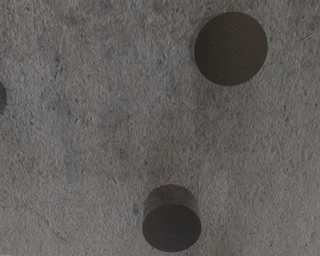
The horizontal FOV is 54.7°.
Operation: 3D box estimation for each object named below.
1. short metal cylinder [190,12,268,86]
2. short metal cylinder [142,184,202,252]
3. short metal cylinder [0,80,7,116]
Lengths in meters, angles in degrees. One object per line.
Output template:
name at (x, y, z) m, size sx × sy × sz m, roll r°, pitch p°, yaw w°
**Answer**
short metal cylinder at (0.078, -0.093, 0.362) m, size 0.081 × 0.050 × 0.079 m, roll 0°, pitch 110°, yaw 0°
short metal cylinder at (0.016, 0.128, 0.444) m, size 0.081 × 0.050 × 0.079 m, roll 0°, pitch 110°, yaw 0°
short metal cylinder at (-0.241, -0.035, 0.381) m, size 0.081 × 0.050 × 0.079 m, roll 0°, pitch 110°, yaw 0°
